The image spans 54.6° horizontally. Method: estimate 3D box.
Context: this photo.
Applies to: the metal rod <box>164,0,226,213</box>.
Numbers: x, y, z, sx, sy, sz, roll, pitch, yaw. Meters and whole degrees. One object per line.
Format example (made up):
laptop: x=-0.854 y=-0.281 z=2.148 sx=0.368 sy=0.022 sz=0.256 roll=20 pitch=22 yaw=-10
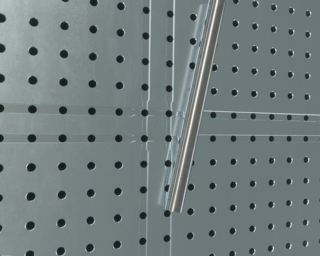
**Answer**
metal rod: x=0.050 y=-0.035 z=0.430 sx=0.025 sy=0.025 sz=0.299 roll=14 pitch=85 yaw=-20
